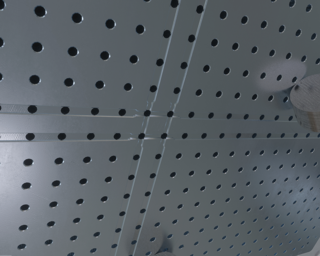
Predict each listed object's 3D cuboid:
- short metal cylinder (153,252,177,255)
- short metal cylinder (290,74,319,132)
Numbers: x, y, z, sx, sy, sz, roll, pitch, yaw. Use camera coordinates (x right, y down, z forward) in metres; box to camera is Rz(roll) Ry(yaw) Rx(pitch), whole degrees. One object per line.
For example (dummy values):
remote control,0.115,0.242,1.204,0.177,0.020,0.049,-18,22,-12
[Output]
short metal cylinder,0.012,0.270,0.550,0.080,0.080,0.050,-34,129,-6
short metal cylinder,0.253,-0.040,0.489,0.080,0.080,0.050,-39,129,-2
